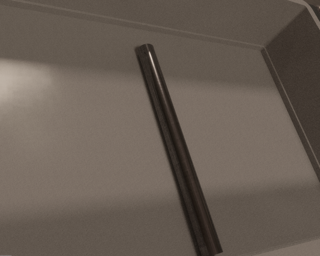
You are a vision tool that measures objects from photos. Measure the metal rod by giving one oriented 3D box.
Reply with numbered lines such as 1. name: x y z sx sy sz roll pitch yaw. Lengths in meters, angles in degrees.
1. metal rod: 0.019 0.013 0.409 0.025 0.025 0.299 -3 63 -30
